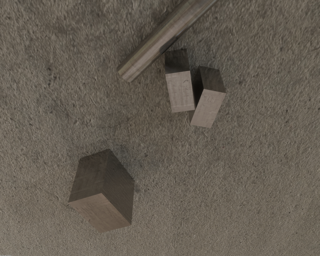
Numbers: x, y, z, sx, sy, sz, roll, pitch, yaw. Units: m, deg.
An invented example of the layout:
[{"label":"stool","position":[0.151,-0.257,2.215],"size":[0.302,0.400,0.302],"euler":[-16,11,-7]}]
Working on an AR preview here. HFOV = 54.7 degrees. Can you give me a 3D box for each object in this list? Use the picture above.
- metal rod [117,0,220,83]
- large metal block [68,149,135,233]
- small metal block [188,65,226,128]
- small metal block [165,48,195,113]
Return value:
[{"label":"metal rod","position":[0.065,-0.144,0.285],"size":[0.025,0.025,0.299],"euler":[36,121,-27]},{"label":"large metal block","position":[-0.080,0.091,0.448],"size":[0.050,0.080,0.080],"euler":[-19,128,15]},{"label":"small metal block","position":[0.052,-0.036,0.360],"size":[0.025,0.050,0.050],"euler":[10,129,-9]},{"label":"small metal block","position":[0.022,-0.053,0.346],"size":[0.025,0.050,0.050],"euler":[-8,130,6]}]
